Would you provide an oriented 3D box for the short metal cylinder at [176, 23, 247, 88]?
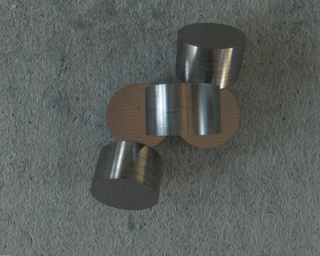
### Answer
[{"bbox_3d":[0.060,-0.090,0.377,0.081,0.080,0.050,1,128,-1],"label":"short metal cylinder"}]

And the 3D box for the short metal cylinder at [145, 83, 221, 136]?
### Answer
[{"bbox_3d":[0.025,-0.018,0.334,0.081,0.080,0.050,-1,90,-1],"label":"short metal cylinder"}]

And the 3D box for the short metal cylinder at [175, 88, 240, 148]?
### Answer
[{"bbox_3d":[0.056,-0.016,0.399,0.081,0.050,0.079,0,90,-1],"label":"short metal cylinder"}]

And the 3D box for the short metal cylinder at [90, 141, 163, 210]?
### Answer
[{"bbox_3d":[-0.039,0.060,0.376,0.081,0.080,0.050,7,51,-1],"label":"short metal cylinder"}]

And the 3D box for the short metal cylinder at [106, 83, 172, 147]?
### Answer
[{"bbox_3d":[-0.025,-0.014,0.398,0.081,0.050,0.079,0,90,-1],"label":"short metal cylinder"}]
